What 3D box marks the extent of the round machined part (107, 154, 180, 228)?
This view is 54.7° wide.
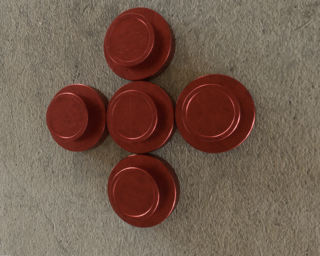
[{"bbox_3d":[-0.026,0.083,0.409,0.098,0.042,0.097,0,90,19],"label":"round machined part"}]

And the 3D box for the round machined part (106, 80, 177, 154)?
[{"bbox_3d":[-0.028,-0.015,0.410,0.098,0.042,0.097,0,90,19],"label":"round machined part"}]

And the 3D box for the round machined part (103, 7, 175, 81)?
[{"bbox_3d":[-0.032,-0.112,0.412,0.098,0.042,0.097,0,90,19],"label":"round machined part"}]

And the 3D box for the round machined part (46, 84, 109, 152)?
[{"bbox_3d":[-0.121,-0.014,0.443,0.098,0.042,0.097,0,90,19],"label":"round machined part"}]

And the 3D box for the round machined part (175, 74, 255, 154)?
[{"bbox_3d":[0.065,-0.017,0.378,0.098,0.042,0.097,0,90,19],"label":"round machined part"}]
